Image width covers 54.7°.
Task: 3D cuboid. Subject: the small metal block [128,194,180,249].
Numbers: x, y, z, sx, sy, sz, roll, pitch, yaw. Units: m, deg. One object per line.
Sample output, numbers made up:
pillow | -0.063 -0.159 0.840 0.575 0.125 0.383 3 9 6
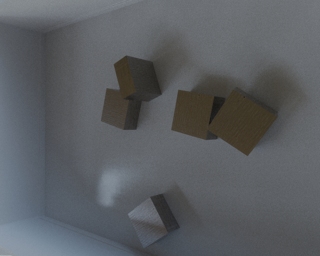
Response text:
small metal block | -0.009 0.124 0.412 0.050 0.025 0.050 -43 64 31

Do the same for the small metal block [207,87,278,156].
small metal block | 0.086 -0.008 0.324 0.050 0.025 0.050 35 113 10

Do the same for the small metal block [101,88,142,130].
small metal block | -0.056 -0.028 0.451 0.050 0.025 0.050 19 102 38

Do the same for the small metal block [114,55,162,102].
small metal block | -0.029 -0.064 0.413 0.025 0.050 0.050 -25 75 37

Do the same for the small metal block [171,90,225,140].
small metal block | 0.045 -0.016 0.368 0.050 0.025 0.050 16 100 38
